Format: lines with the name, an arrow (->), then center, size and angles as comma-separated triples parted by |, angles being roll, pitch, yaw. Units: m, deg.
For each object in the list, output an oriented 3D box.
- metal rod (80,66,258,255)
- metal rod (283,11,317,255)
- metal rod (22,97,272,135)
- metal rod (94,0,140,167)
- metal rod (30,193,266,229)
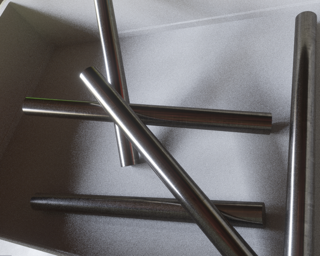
metal rod -> 0.006, 0.040, 0.320 | 0.025, 0.025, 0.300 | -41, 69, 0
metal rod -> 0.152, -0.007, 0.330 | 0.025, 0.025, 0.300 | 0, 62, 28
metal rod -> -0.024, -0.017, 0.375 | 0.301, 0.025, 0.025 | 5, 63, 11
metal rod -> -0.064, -0.097, 0.417 | 0.025, 0.025, 0.298 | -13, 82, 21
metal rod -> -0.035, 0.093, 0.365 | 0.301, 0.025, 0.025 | -4, 60, 26
